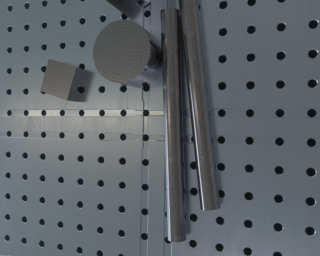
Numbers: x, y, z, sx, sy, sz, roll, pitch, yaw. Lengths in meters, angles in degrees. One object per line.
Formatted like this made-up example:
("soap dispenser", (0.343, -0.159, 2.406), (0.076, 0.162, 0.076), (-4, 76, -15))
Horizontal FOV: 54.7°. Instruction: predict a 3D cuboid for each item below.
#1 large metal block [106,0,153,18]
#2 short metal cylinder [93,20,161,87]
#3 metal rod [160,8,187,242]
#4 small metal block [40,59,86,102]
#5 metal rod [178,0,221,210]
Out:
("large metal block", (-0.036, -0.198, 0.396), (0.080, 0.080, 0.050), (-30, 81, 17))
("short metal cylinder", (-0.041, -0.097, 0.414), (0.080, 0.050, 0.079), (0, 90, 20))
("metal rod", (0.018, -0.004, 0.406), (0.025, 0.025, 0.298), (-2, 89, 20))
("small metal block", (-0.145, -0.071, 0.464), (0.050, 0.025, 0.050), (20, 96, 18))
("metal rod", (0.048, -0.048, 0.395), (0.025, 0.025, 0.298), (-7, 88, 20))
